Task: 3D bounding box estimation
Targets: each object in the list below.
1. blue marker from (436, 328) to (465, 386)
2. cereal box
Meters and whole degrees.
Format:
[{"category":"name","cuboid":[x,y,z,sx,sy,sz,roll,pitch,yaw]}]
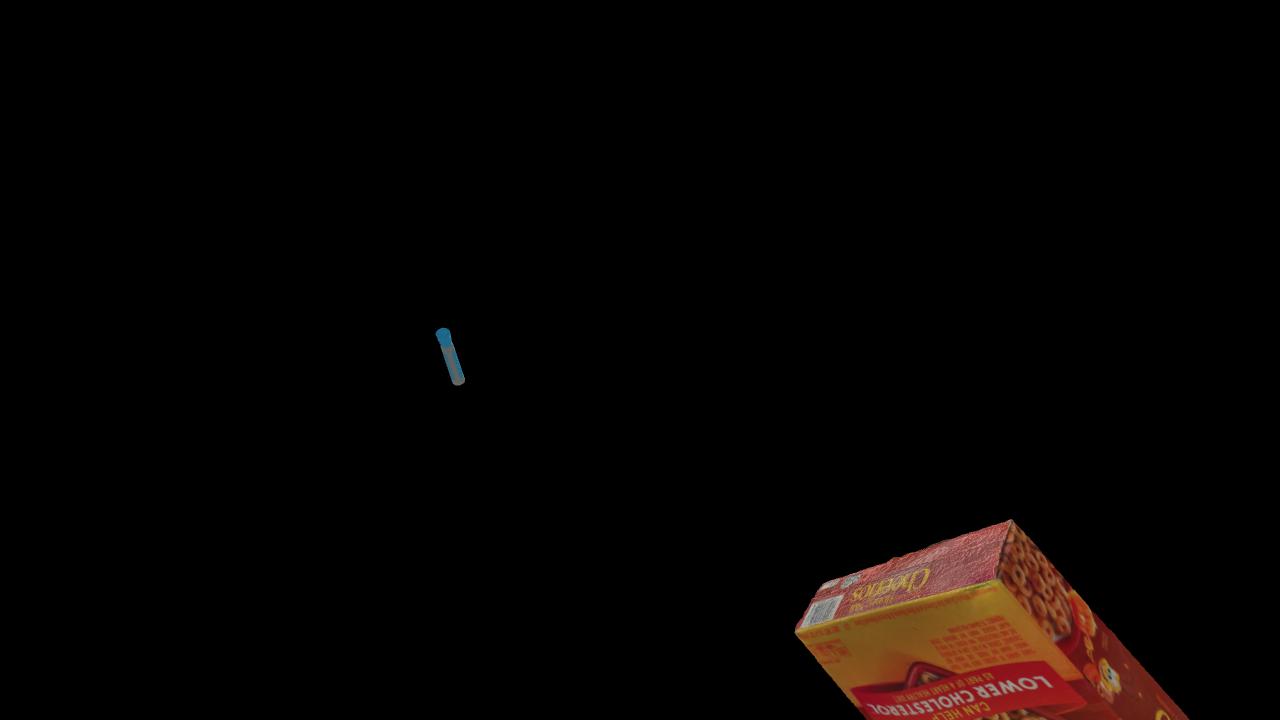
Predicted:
[{"category":"blue marker","cuboid":[-0.265,-0.004,0.861,0.020,0.020,0.121,0,-35,-4]},{"category":"cereal box","cuboid":[0.300,0.292,0.482,0.081,0.306,0.203,-35,-7,-44]}]
